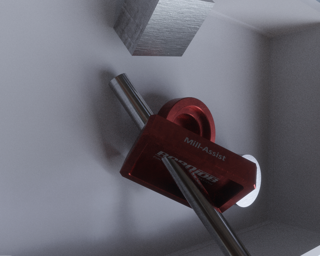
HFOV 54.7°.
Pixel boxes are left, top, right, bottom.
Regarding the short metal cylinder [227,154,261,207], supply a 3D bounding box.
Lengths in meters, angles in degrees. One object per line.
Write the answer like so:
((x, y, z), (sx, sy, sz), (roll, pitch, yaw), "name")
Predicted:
((0.116, 0.080, 0.490), (0.081, 0.050, 0.079), (0, 90, -40), "short metal cylinder")

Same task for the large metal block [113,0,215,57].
((0.003, -0.132, 0.366), (0.081, 0.080, 0.050), (-10, 58, -40), "large metal block")

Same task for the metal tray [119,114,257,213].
((0.029, 0.048, 0.351), (0.131, 0.089, 0.030), (26, 46, -6), "metal tray")

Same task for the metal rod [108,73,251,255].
((0.034, 0.065, 0.357), (0.025, 0.025, 0.299), (-31, 85, -36), "metal rod")

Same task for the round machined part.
((0.027, 0.008, 0.421), (0.099, 0.042, 0.097), (0, 90, -40), "round machined part")
